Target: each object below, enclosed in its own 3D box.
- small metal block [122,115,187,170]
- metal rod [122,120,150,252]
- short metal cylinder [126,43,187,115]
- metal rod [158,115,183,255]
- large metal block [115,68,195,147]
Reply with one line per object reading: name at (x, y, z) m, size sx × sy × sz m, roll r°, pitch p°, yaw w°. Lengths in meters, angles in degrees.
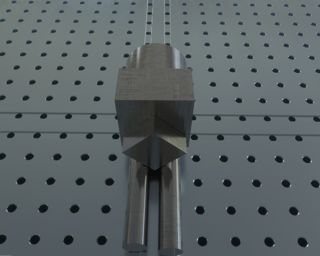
small metal block at (-0.006, 0.018, 0.346) m, size 0.050 × 0.050 × 0.025 m, roll 33°, pitch 41°, yaw -33°
metal rod at (-0.023, 0.005, 0.405) m, size 0.025 × 0.025 × 0.300 m, roll 1°, pitch 50°, yaw 0°
short metal cylinder at (-0.005, -0.060, 0.394) m, size 0.081 × 0.080 × 0.050 m, roll 1°, pitch 50°, yaw 0°
metal rod at (0.012, 0.008, 0.403) m, size 0.025 × 0.025 × 0.300 m, roll 1°, pitch 50°, yaw 0°
large metal block at (-0.005, -0.022, 0.358) m, size 0.081 × 0.080 × 0.050 m, roll 0°, pitch 50°, yaw 0°
